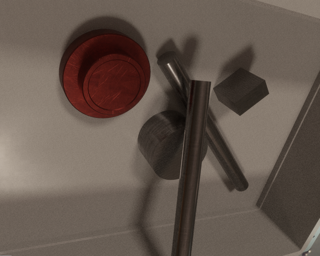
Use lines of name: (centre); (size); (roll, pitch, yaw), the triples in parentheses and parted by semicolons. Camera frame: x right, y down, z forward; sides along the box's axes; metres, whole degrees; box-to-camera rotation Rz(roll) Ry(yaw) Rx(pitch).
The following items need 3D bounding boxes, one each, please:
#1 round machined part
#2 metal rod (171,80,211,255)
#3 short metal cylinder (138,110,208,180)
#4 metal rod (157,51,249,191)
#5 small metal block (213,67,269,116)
round machined part: (-0.055, -0.053, 0.336); (0.099, 0.042, 0.097); (-14, 125, -21)
metal rod: (0.034, 0.091, 0.384); (0.025, 0.025, 0.298); (0, 100, -29)
short metal cylinder: (0.017, 0.023, 0.417); (0.081, 0.050, 0.079); (-14, 125, -21)
metal rod: (0.077, 0.010, 0.459); (0.025, 0.025, 0.300); (-39, 130, -2)
small metal block: (0.110, -0.051, 0.424); (0.050, 0.050, 0.025); (-37, 130, -4)
